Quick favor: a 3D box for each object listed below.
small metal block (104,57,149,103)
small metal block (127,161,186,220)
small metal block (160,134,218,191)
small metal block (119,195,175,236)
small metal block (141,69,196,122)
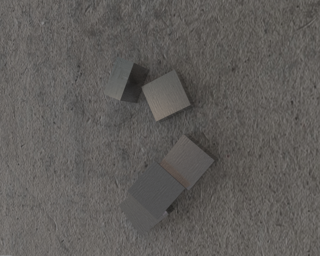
[{"bbox_3d":[-0.043,-0.062,0.411,0.025,0.050,0.050,24,98,18],"label":"small metal block"},{"bbox_3d":[-0.003,0.077,0.387,0.050,0.025,0.050,41,88,12],"label":"small metal block"},{"bbox_3d":[0.037,0.042,0.396,0.050,0.025,0.050,41,103,15],"label":"small metal block"},{"bbox_3d":[-0.018,0.106,0.415,0.050,0.025,0.050,-42,77,15],"label":"small metal block"},{"bbox_3d":[0.011,-0.041,0.405,0.050,0.025,0.050,-25,82,18],"label":"small metal block"}]
